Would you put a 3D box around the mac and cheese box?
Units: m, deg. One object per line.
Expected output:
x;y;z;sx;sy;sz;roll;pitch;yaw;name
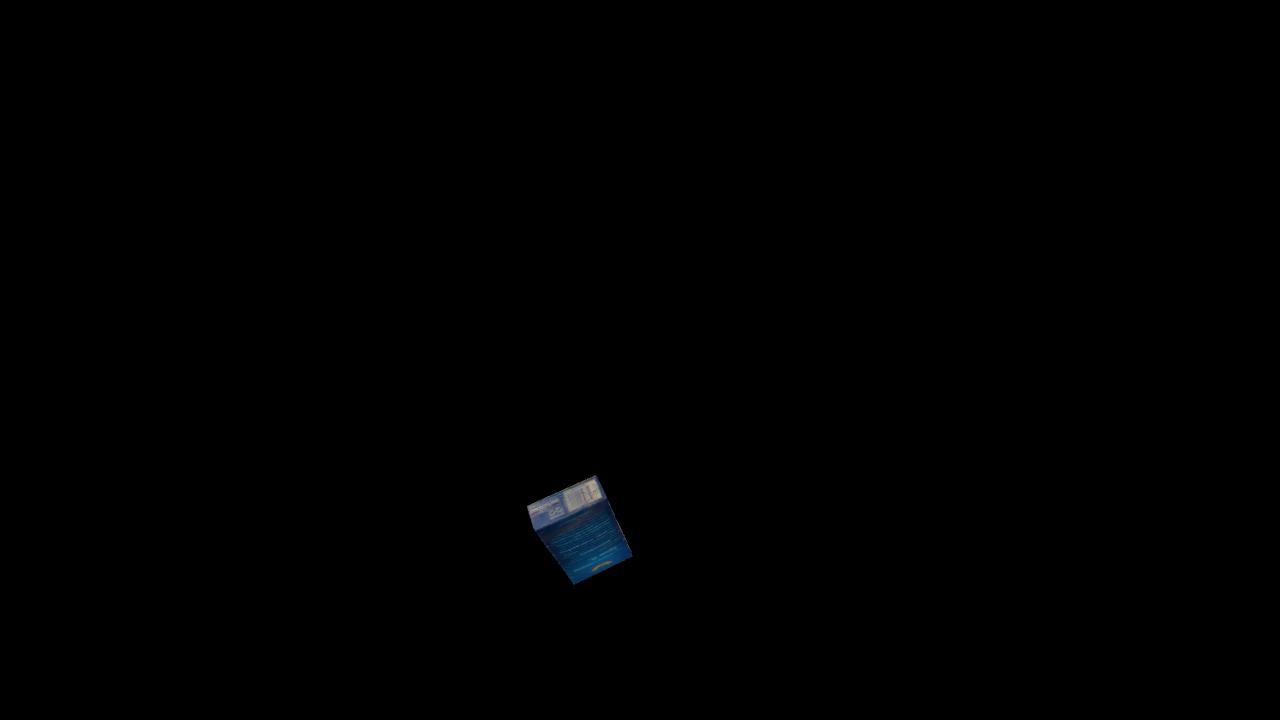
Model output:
-0.072;0.223;0.790;0.093;0.041;0.184;-24;-39;-9;mac and cheese box
